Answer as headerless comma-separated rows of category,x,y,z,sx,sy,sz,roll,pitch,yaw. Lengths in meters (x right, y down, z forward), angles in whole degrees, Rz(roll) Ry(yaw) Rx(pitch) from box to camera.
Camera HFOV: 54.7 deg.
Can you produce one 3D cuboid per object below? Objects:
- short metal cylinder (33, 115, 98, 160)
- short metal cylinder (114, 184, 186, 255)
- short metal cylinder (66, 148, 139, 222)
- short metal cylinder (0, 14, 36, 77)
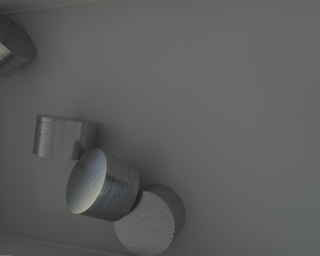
short metal cylinder,-0.130,0.012,0.427,0.080,0.080,0.050,9,93,20
short metal cylinder,-0.012,0.117,0.401,0.080,0.050,0.080,0,90,20
short metal cylinder,-0.072,0.071,0.385,0.080,0.050,0.080,-26,50,36
short metal cylinder,-0.238,-0.124,0.465,0.050,0.080,0.080,-32,80,17
